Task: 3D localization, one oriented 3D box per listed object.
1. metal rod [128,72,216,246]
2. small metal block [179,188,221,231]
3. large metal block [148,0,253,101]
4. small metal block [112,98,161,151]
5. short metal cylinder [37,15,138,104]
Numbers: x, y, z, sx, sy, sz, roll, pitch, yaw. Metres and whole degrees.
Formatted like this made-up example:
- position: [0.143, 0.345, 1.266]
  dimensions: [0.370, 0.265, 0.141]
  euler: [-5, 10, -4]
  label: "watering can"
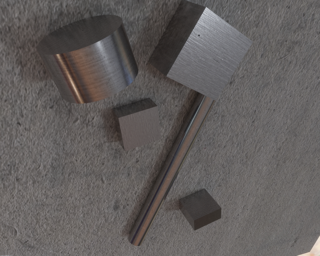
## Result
- position: [0.020, 0.052, 0.451]
  dimensions: [0.025, 0.025, 0.298]
  euler: [12, 112, -34]
  label: "metal rod"
- position: [0.066, 0.133, 0.511]
  dimensions: [0.050, 0.050, 0.025]
  euler: [-19, 126, -18]
  label: "small metal block"
- position: [0.047, -0.089, 0.363]
  dimensions: [0.080, 0.050, 0.080]
  euler: [20, 108, -36]
  label: "large metal block"
- position: [-0.029, -0.005, 0.390]
  dimensions: [0.050, 0.025, 0.050]
  euler: [-19, 126, -18]
  label: "small metal block"
- position: [-0.066, -0.067, 0.294]
  dimensions: [0.080, 0.080, 0.050]
  euler: [-27, 128, -12]
  label: "short metal cylinder"
